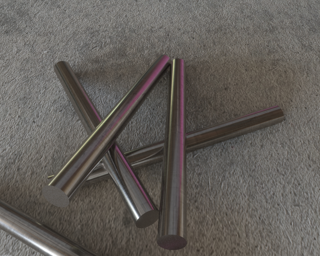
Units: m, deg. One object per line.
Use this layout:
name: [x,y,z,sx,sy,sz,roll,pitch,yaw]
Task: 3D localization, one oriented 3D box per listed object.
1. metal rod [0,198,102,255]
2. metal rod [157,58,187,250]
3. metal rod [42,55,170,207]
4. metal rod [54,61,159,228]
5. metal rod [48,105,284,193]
metal rod: [-0.092,0.120,0.301,0.301,0.025,0.025,22,53,17]
metal rod: [0.019,-0.001,0.372,0.025,0.025,0.300,3,40,2]
metal rod: [-0.040,-0.024,0.374,0.025,0.025,0.301,14,37,12]
metal rod: [-0.081,-0.005,0.381,0.025,0.025,0.300,-22,46,-18]
metal rod: [0.019,0.023,0.383,0.302,0.025,0.025,-17,52,-14]
